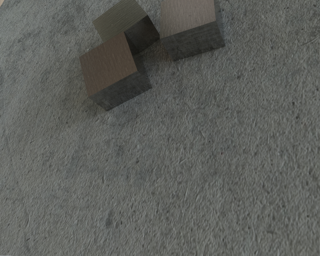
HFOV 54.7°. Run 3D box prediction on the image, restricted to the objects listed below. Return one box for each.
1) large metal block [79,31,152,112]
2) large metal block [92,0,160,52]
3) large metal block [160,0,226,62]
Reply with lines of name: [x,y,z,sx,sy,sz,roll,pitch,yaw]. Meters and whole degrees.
large metal block: [-0.068,-0.084,0.469,0.080,0.050,0.080,-26,60,12]
large metal block: [-0.057,-0.165,0.519,0.080,0.050,0.080,-35,51,5]
large metal block: [0.048,-0.155,0.458,0.080,0.050,0.080,-12,57,21]
